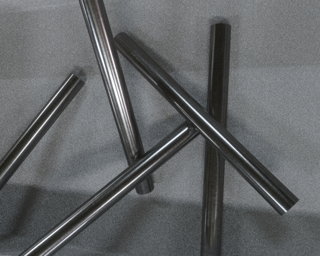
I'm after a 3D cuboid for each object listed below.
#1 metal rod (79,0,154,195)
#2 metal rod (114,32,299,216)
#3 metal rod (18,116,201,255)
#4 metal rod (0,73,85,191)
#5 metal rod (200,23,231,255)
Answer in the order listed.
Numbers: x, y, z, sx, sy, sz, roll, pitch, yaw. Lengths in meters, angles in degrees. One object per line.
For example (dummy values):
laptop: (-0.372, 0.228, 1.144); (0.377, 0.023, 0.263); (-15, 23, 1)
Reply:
metal rod: (-0.053, -0.052, 0.365); (0.025, 0.025, 0.298); (-6, 113, 19)
metal rod: (0.039, -0.020, 0.373); (0.025, 0.025, 0.300); (-48, 67, 13)
metal rod: (-0.066, 0.085, 0.369); (0.301, 0.025, 0.025); (-39, 77, -10)
metal rod: (-0.209, 0.046, 0.439); (0.025, 0.025, 0.300); (35, 85, 16)
metal rod: (0.069, 0.023, 0.385); (0.025, 0.025, 0.298); (3, 91, 19)
